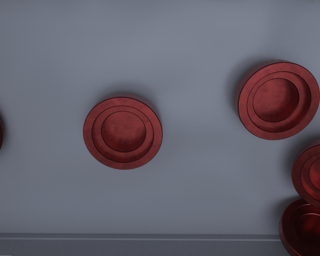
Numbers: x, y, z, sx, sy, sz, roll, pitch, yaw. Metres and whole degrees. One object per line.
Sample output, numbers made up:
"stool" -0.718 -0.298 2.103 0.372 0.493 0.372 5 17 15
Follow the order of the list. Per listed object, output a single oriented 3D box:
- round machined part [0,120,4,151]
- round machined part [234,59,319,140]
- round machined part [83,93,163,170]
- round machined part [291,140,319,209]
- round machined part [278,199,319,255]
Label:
"round machined part" -0.253 0.010 0.383 0.042 0.099 0.097 10 116 39
"round machined part" 0.142 -0.037 0.391 0.099 0.042 0.097 0 110 -1
"round machined part" -0.046 0.001 0.402 0.099 0.042 0.097 0 110 -1
"round machined part" 0.231 0.059 0.414 0.098 0.042 0.097 9 111 25
"round machined part" 0.219 0.153 0.439 0.099 0.098 0.042 -5 139 1
